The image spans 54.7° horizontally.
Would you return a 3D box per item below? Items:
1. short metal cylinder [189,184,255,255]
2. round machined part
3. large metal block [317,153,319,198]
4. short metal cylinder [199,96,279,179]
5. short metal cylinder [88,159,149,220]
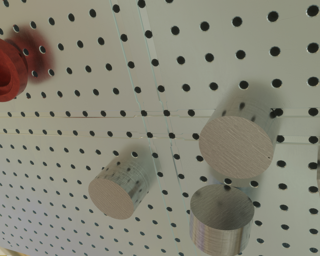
[{"bbox_3d":[0.080,0.120,0.408,0.080,0.080,0.050,12,124,21],"label":"short metal cylinder"},{"bbox_3d":[-0.243,-0.091,0.465,0.098,0.042,0.097,8,123,12],"label":"round machined part"},{"bbox_3d":[0.215,0.071,0.325,0.080,0.050,0.080,-7,115,31],"label":"large metal block"},{"bbox_3d":[0.091,0.011,0.354,0.080,0.050,0.079,13,124,21],"label":"short metal cylinder"},{"bbox_3d":[-0.065,0.097,0.489,0.080,0.050,0.079,13,124,21],"label":"short metal cylinder"}]
